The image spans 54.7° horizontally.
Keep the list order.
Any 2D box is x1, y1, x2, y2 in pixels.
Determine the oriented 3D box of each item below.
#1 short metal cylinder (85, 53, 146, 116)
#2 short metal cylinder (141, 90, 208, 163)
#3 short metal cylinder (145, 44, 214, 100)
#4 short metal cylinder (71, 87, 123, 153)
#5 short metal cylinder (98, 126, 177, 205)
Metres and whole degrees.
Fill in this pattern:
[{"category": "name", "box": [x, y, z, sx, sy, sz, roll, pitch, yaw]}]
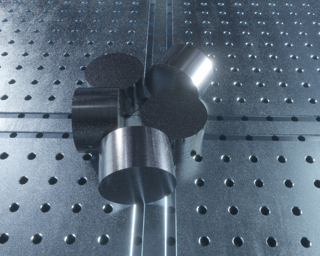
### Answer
[{"category": "short metal cylinder", "box": [-0.062, -0.063, 0.443, 0.080, 0.050, 0.080, 0, 50, 1]}, {"category": "short metal cylinder", "box": [0.017, -0.002, 0.393, 0.081, 0.050, 0.080, 1, 50, 0]}, {"category": "short metal cylinder", "box": [0.027, -0.068, 0.429, 0.080, 0.080, 0.050, 23, 53, 18]}, {"category": "short metal cylinder", "box": [-0.073, -0.010, 0.381, 0.050, 0.080, 0.080, -1, 50, -2]}, {"category": "short metal cylinder", "box": [-0.025, 0.042, 0.335, 0.081, 0.080, 0.050, -5, 51, -4]}]
